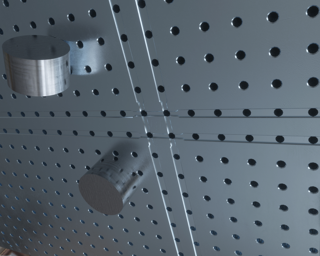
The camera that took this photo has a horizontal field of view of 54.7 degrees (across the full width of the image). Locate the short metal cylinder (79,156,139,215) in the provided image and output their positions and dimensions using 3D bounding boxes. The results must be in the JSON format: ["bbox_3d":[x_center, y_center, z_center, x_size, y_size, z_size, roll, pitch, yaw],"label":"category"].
[{"bbox_3d":[-0.081,0.091,0.494,0.080,0.050,0.079,13,124,21],"label":"short metal cylinder"}]

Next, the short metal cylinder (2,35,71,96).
[{"bbox_3d":[-0.160,-0.084,0.408,0.080,0.080,0.050,22,127,15],"label":"short metal cylinder"}]
